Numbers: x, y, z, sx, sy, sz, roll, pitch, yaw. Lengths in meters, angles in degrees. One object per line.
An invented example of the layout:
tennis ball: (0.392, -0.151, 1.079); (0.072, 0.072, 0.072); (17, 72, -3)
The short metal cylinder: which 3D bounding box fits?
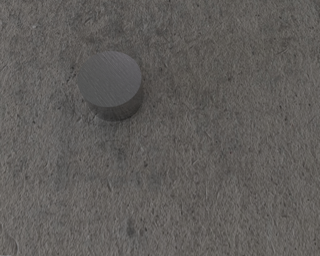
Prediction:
short metal cylinder: (-0.063, -0.055, 0.415); (0.080, 0.050, 0.080); (0, 70, 0)
